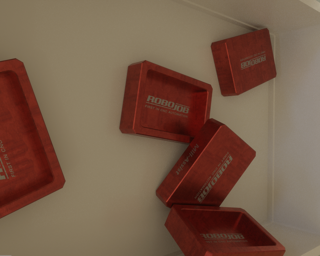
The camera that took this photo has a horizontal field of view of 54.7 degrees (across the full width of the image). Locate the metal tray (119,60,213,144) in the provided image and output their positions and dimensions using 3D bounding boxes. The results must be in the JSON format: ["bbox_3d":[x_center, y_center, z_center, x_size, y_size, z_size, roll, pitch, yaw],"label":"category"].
[{"bbox_3d":[0.013,-0.028,0.416,0.131,0.030,0.090,12,82,-40],"label":"metal tray"}]

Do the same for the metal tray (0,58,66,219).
[{"bbox_3d":[-0.151,0.012,0.277,0.091,0.030,0.129,-25,106,-37],"label":"metal tray"}]

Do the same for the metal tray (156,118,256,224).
[{"bbox_3d":[0.066,0.063,0.432,0.090,0.030,0.130,36,89,-35],"label":"metal tray"}]

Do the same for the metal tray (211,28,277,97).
[{"bbox_3d":[0.147,-0.114,0.530,0.131,0.030,0.089,-25,106,-37],"label":"metal tray"}]

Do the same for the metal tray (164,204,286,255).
[{"bbox_3d":[0.082,0.139,0.396,0.131,0.090,0.030,11,107,-31],"label":"metal tray"}]
